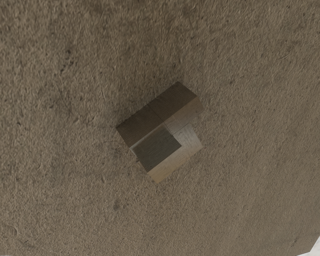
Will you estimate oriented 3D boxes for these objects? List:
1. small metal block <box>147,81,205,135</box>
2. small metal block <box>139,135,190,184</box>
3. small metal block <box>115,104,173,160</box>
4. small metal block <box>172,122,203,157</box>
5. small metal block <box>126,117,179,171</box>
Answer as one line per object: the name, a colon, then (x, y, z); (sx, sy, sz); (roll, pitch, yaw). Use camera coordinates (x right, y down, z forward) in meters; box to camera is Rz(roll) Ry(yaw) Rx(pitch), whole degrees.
small metal block: (0.019, -0.026, 0.387); (0.050, 0.050, 0.025); (-37, 130, -4)
small metal block: (0.000, 0.032, 0.381); (0.050, 0.050, 0.025); (-37, 130, -4)
small metal block: (-0.021, 0.004, 0.384); (0.050, 0.050, 0.025); (-37, 130, -4)
small metal block: (0.026, 0.005, 0.411); (0.025, 0.050, 0.050); (-37, 130, -4)
small metal block: (-0.009, 0.022, 0.418); (0.050, 0.025, 0.050); (-37, 130, -4)
